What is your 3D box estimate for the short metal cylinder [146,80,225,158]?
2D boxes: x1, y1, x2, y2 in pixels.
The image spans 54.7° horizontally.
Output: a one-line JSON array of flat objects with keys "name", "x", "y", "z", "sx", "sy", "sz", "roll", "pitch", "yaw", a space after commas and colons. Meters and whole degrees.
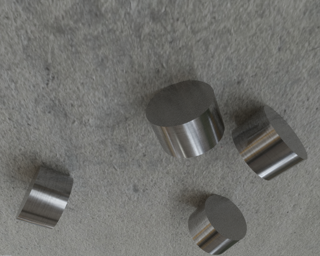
[{"name": "short metal cylinder", "x": 0.030, "y": -0.011, "z": 0.362, "sx": 0.080, "sy": 0.080, "sz": 0.050, "roll": -16, "pitch": 129, "yaw": 12}]

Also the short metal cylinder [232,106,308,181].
[{"name": "short metal cylinder", "x": 0.137, "y": 0.019, "z": 0.389, "sx": 0.080, "sy": 0.080, "sz": 0.050, "roll": 33, "pitch": 122, "yaw": -26}]

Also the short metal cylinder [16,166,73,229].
[{"name": "short metal cylinder", "x": -0.169, "y": 0.102, "z": 0.455, "sx": 0.050, "sy": 0.080, "sz": 0.080, "roll": 26, "pitch": 125, "yaw": -21}]

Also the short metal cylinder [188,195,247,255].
[{"name": "short metal cylinder", "x": 0.093, "y": 0.158, "z": 0.507, "sx": 0.080, "sy": 0.080, "sz": 0.050, "roll": 22, "pitch": 127, "yaw": -18}]
